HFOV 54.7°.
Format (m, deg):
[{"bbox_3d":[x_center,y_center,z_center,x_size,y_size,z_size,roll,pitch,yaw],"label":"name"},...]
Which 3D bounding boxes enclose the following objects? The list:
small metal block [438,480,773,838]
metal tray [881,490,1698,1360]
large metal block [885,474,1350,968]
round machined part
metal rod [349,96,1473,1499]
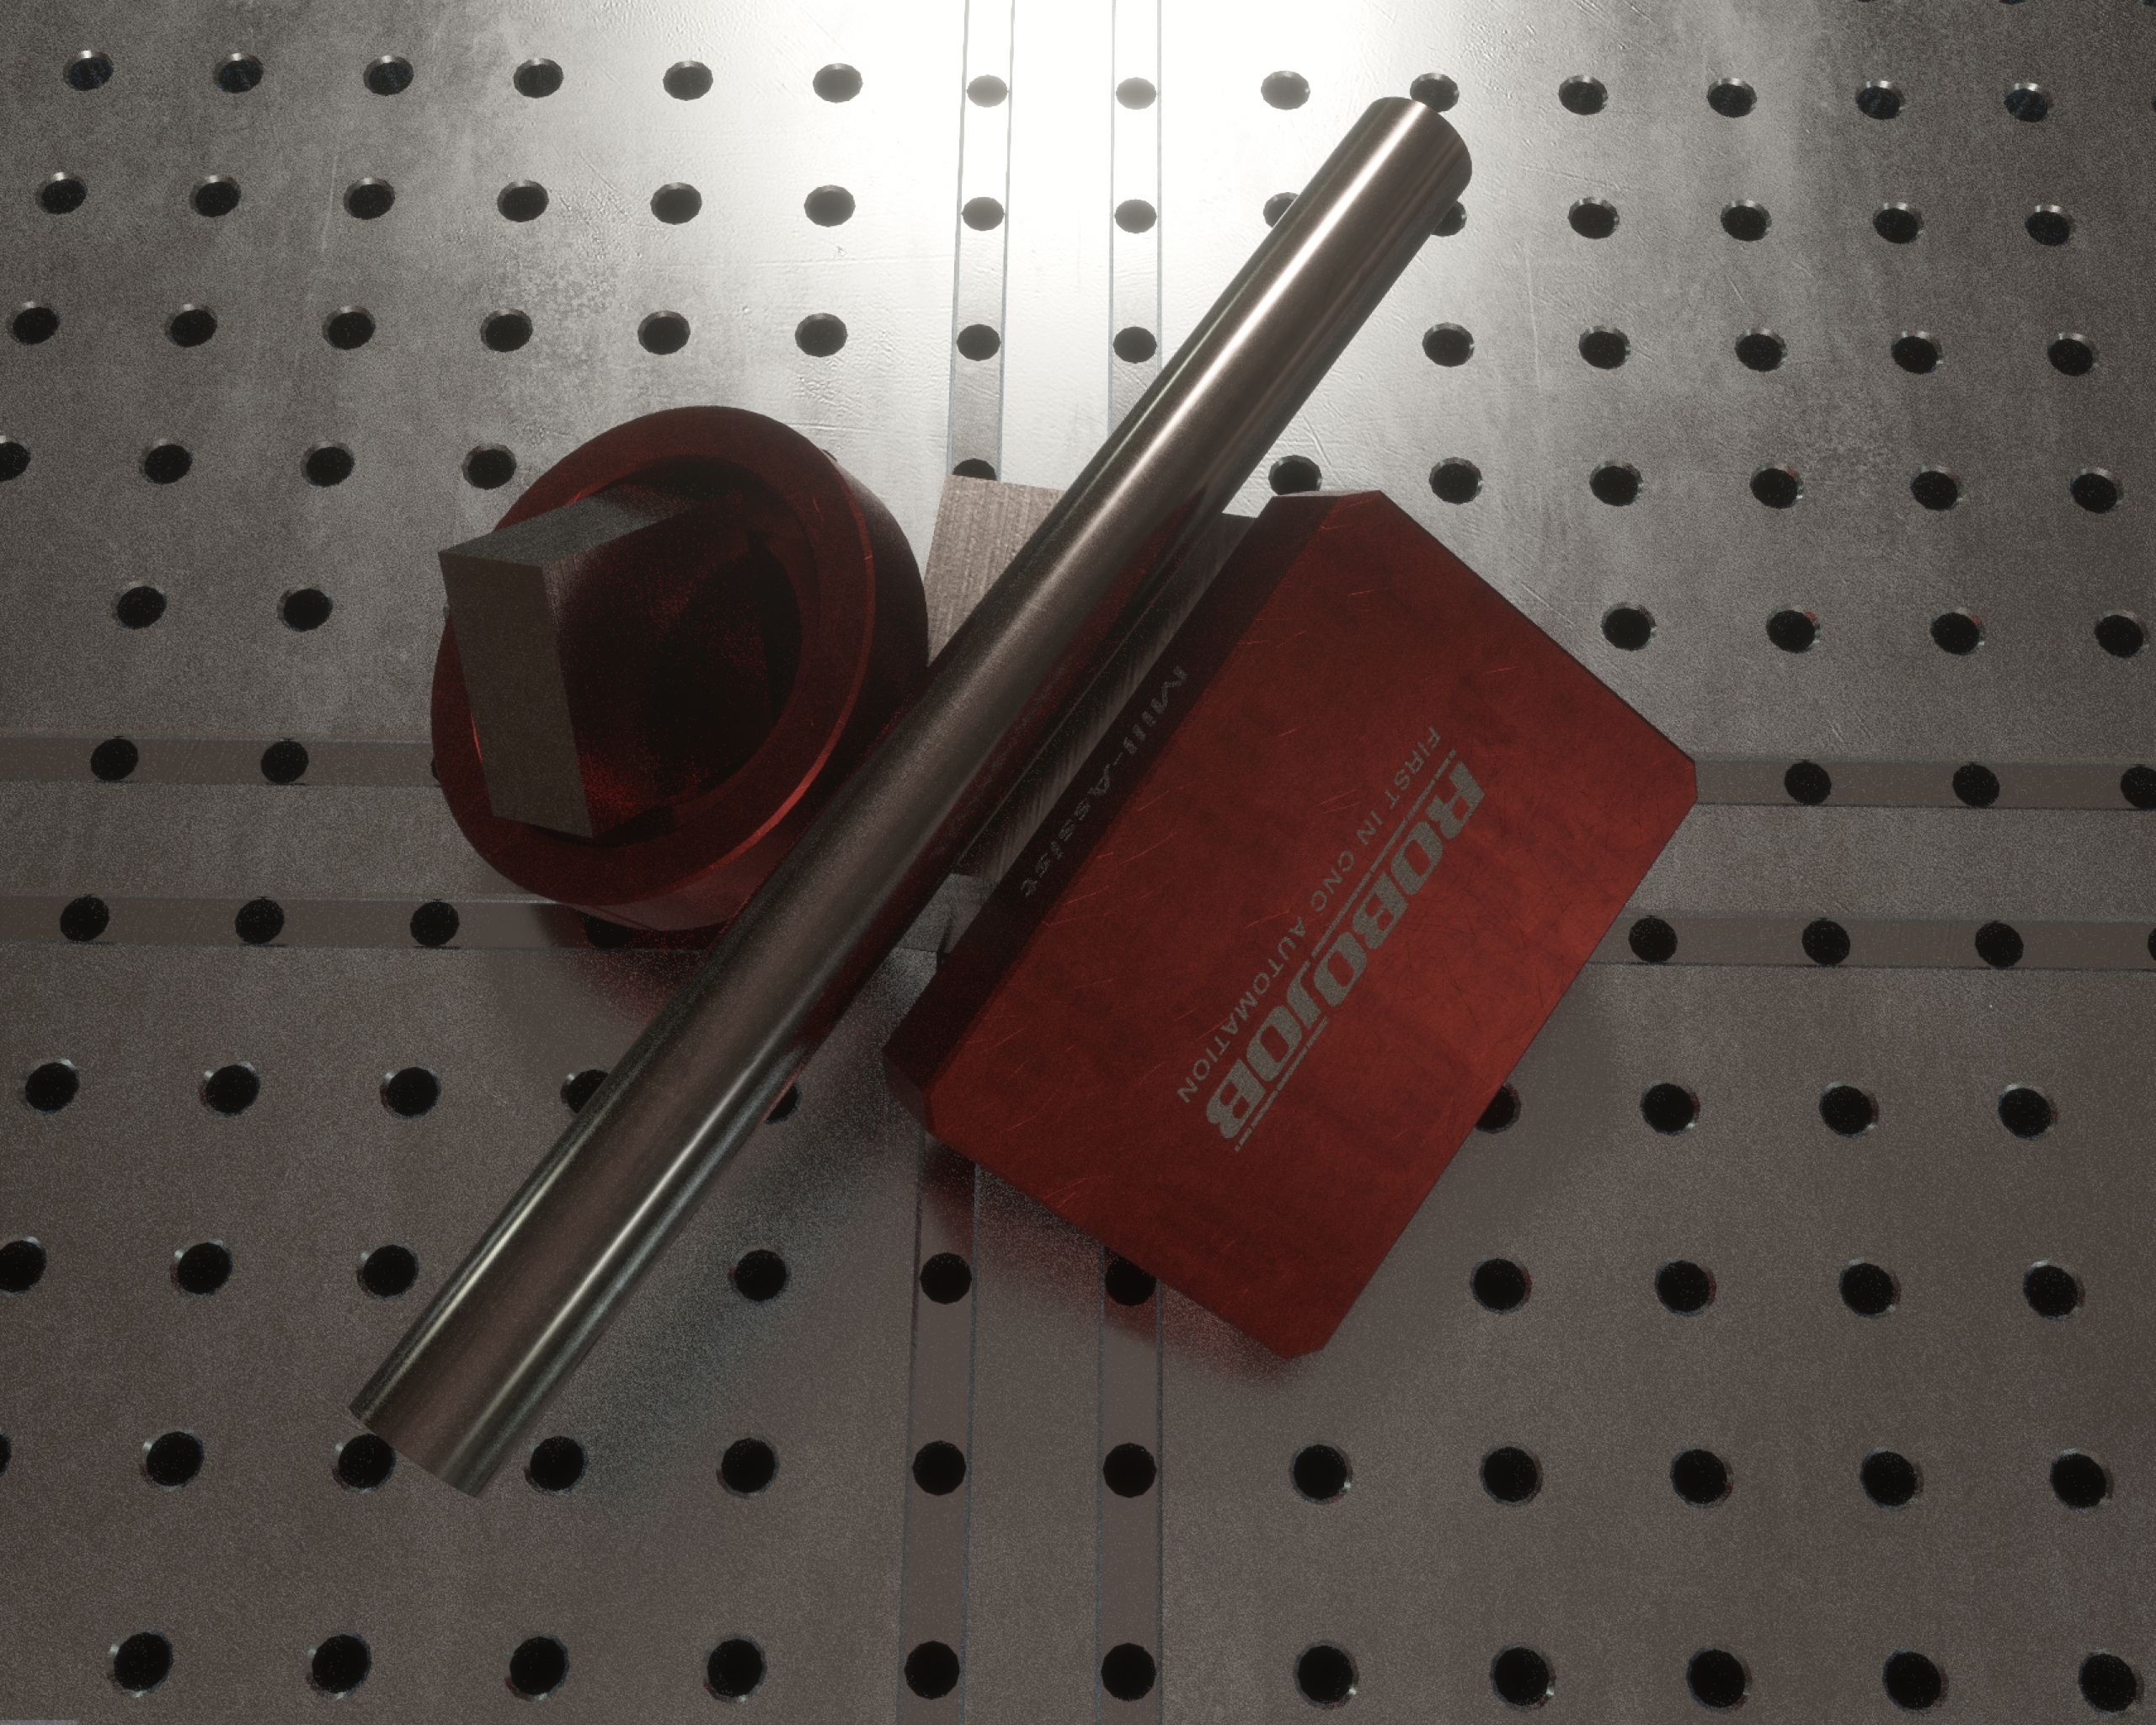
[{"bbox_3d":[-0.084,-0.039,0.382,0.025,0.050,0.050,12,30,31],"label":"small metal block"},{"bbox_3d":[0.039,0.011,0.370,0.090,0.030,0.130,36,86,-21],"label":"metal tray"},{"bbox_3d":[0.008,-0.023,0.406,0.080,0.050,0.080,9,70,3],"label":"large metal block"},{"bbox_3d":[-0.071,-0.034,0.400,0.098,0.042,0.098,-7,71,23],"label":"round machined part"},{"bbox_3d":[-0.018,-0.025,0.367,0.025,0.025,0.300,33,73,11],"label":"metal rod"}]
